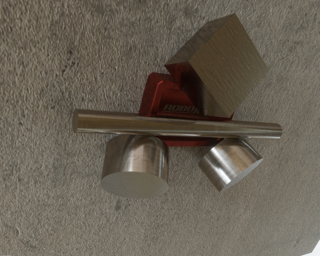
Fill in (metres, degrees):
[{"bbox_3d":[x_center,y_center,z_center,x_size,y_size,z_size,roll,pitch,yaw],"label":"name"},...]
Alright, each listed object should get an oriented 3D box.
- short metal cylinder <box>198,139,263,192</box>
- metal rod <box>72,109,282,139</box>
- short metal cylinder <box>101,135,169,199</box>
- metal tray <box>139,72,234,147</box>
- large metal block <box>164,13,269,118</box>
[{"bbox_3d":[0.104,0.052,0.460,0.080,0.050,0.080,-32,158,-15],"label":"short metal cylinder"},{"bbox_3d":[0.044,-0.001,0.393,0.302,0.025,0.025,3,117,-30],"label":"metal rod"},{"bbox_3d":[-0.029,0.049,0.383,0.080,0.050,0.080,1,146,1],"label":"short metal cylinder"},{"bbox_3d":[0.038,-0.021,0.414,0.131,0.030,0.089,2,118,-29],"label":"metal tray"},{"bbox_3d":[0.066,-0.069,0.357,0.080,0.050,0.080,-48,115,-16],"label":"large metal block"}]
